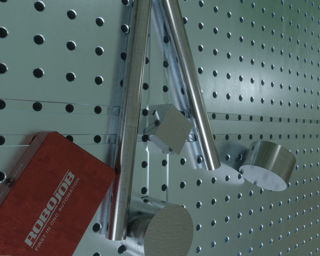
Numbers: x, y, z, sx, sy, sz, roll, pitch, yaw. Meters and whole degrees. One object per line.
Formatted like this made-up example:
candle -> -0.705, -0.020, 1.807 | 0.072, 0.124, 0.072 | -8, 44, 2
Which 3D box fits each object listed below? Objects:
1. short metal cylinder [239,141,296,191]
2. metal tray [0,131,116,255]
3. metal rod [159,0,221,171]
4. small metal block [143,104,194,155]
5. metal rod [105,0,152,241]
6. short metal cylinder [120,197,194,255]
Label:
short metal cylinder -> 0.184, 0.065, 0.531 | 0.080, 0.080, 0.050 | 46, 62, -31
metal tray -> -0.113, 0.079, 0.312 | 0.090, 0.030, 0.130 | 41, 65, -33
metal rod -> 0.040, -0.078, 0.444 | 0.025, 0.025, 0.298 | -28, 107, -37
small metal block -> 0.012, 0.002, 0.422 | 0.050, 0.025, 0.050 | 42, 65, -32
metal rod -> -0.037, -0.018, 0.379 | 0.025, 0.025, 0.298 | 10, 84, -40
short metal cylinder -> -0.004, 0.132, 0.392 | 0.081, 0.050, 0.079 | 0, 90, -40
